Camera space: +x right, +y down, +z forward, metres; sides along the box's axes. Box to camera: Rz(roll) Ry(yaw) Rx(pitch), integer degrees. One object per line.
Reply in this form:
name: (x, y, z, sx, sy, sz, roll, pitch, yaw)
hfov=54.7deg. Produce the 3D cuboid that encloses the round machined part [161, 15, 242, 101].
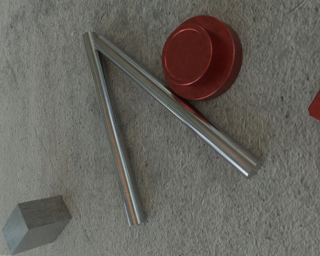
round machined part: (0.041, -0.081, 0.359, 0.098, 0.042, 0.097, 0, 90, 39)

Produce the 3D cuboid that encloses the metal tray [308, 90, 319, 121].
metal tray: (0.194, -0.046, 0.241, 0.090, 0.030, 0.129, 37, 113, 33)

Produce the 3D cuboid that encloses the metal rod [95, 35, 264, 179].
metal rod: (0.005, -0.044, 0.399, 0.300, 0.025, 0.025, 43, 116, 31)

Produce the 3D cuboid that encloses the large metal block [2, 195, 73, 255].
large metal block: (-0.216, 0.169, 0.543, 0.080, 0.081, 0.050, -52, 60, 27)

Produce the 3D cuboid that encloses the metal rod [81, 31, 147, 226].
metal rod: (-0.072, -0.008, 0.461, 0.025, 0.025, 0.299, -26, 74, 36)
